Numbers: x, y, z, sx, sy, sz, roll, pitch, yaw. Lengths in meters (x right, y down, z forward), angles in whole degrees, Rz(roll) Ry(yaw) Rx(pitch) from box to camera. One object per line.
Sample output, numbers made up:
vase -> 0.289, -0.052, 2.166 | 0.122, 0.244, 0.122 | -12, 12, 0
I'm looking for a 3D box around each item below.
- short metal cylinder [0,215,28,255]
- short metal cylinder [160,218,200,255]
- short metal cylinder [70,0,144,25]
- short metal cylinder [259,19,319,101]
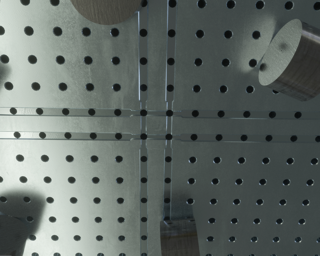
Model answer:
short metal cylinder -> -0.237, 0.171, 0.445 | 0.080, 0.080, 0.050 | 17, 109, -7
short metal cylinder -> 0.030, 0.173, 0.448 | 0.050, 0.080, 0.079 | -6, 110, 2
short metal cylinder -> -0.056, -0.156, 0.342 | 0.081, 0.050, 0.079 | 0, 110, 0
short metal cylinder -> 0.159, -0.077, 0.357 | 0.050, 0.080, 0.079 | 21, 109, -8
